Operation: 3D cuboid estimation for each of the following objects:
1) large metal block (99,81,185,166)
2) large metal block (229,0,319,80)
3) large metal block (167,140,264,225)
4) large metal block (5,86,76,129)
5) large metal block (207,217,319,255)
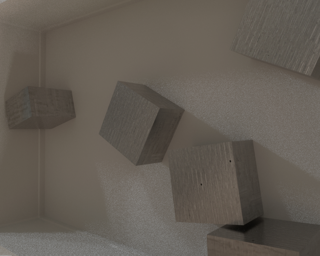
[{"bbox_3d":[-0.026,-0.007,0.410,0.080,0.050,0.079,35,112,34],"label":"large metal block"},{"bbox_3d":[0.125,-0.096,0.287,0.080,0.050,0.079,31,109,35],"label":"large metal block"},{"bbox_3d":[0.060,0.058,0.340,0.080,0.050,0.080,-11,83,39],"label":"large metal block"},{"bbox_3d":[-0.207,-0.032,0.539,0.080,0.081,0.050,-19,78,38],"label":"large metal block"},{"bbox_3d":[0.100,0.120,0.287,0.080,0.081,0.050,-4,88,39],"label":"large metal block"}]
